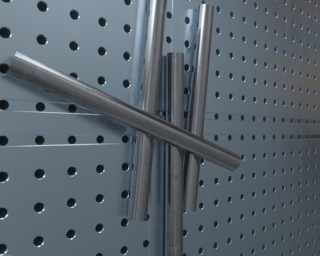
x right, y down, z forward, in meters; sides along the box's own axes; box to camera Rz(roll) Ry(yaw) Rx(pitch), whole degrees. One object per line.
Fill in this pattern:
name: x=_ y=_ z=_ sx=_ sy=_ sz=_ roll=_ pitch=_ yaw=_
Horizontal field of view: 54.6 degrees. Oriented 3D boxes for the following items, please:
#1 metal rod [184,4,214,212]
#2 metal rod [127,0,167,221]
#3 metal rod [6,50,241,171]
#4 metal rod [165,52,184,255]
metal rod: x=0.054 y=-0.032 z=0.452 sx=0.025 sy=0.025 sz=0.299 roll=10 pitch=84 yaw=-40
metal rod: x=-0.015 y=-0.036 z=0.395 sx=0.025 sy=0.025 sz=0.299 roll=9 pitch=85 yaw=-40
metal rod: x=-0.018 y=-0.007 z=0.362 sx=0.302 sy=0.025 sz=0.025 roll=24 pitch=75 yaw=-28
metal rod: x=0.020 y=0.048 z=0.424 sx=0.025 sy=0.025 sz=0.298 roll=1 pitch=90 yaw=-40
